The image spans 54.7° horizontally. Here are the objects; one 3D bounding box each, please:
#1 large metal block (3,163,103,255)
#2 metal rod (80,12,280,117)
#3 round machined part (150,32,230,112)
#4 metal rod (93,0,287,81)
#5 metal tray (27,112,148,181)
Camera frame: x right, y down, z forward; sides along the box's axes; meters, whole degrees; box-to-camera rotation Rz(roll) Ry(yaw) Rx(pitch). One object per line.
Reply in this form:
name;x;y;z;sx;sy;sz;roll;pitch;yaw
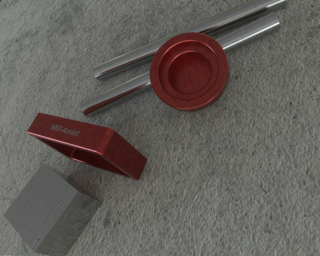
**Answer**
large metal block;-0.136;0.103;0.394;0.080;0.050;0.080;26;75;36
metal rod;0.019;-0.085;0.444;0.301;0.025;0.025;-23;54;13
round machined part;0.040;-0.068;0.399;0.098;0.042;0.097;-2;81;17
metal rod;0.033;-0.134;0.467;0.301;0.025;0.025;-18;55;17
metal tray;-0.092;0.023;0.394;0.130;0.090;0.030;11;68;32
